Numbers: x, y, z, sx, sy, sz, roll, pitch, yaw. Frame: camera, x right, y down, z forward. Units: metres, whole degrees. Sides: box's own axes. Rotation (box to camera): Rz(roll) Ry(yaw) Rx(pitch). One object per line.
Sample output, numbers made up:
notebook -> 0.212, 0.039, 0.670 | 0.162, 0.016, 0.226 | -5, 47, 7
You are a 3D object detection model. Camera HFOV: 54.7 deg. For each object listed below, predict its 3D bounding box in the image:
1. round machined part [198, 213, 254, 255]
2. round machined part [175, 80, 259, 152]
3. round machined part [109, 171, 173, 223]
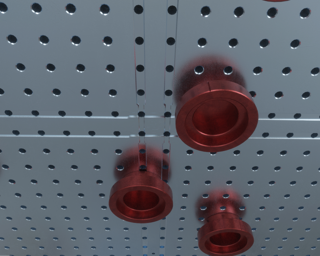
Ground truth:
round machined part -> 0.117, 0.192, 0.566 | 0.099, 0.042, 0.097 | -1, 130, 0
round machined part -> 0.068, -0.019, 0.386 | 0.099, 0.042, 0.097 | -1, 130, 0
round machined part -> -0.029, 0.106, 0.490 | 0.099, 0.042, 0.097 | -1, 130, 0
